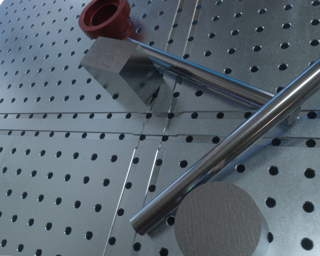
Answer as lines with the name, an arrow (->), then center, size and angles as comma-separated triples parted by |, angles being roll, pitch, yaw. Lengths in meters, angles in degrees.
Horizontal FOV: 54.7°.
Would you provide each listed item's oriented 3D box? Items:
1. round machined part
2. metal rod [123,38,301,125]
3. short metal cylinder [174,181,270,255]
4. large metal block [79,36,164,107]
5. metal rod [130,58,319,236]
round machined part -> -0.096, -0.199, 0.568 | 0.098, 0.042, 0.098 | -13, 56, 20
metal rod -> 0.046, -0.077, 0.430 | 0.300, 0.025, 0.025 | 32, 79, 37
short metal cylinder -> 0.061, 0.098, 0.300 | 0.080, 0.050, 0.080 | -13, 56, 21
large metal block -> -0.054, -0.082, 0.450 | 0.080, 0.080, 0.050 | 20, 73, 35
metal rod -> 0.085, 0.013, 0.331 | 0.300, 0.025, 0.025 | -42, 51, 8
